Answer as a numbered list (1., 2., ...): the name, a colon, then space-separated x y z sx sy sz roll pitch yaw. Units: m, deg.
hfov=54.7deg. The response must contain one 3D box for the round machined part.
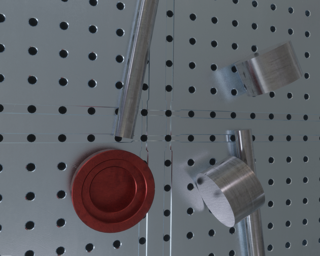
1. round machined part: -0.059 0.074 0.382 0.099 0.042 0.097 0 90 -20

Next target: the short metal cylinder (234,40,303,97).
1. short metal cylinder: 0.153 -0.084 0.439 0.080 0.080 0.050 -28 100 -18

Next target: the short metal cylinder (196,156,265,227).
1. short metal cylinder: 0.093 0.084 0.418 0.050 0.080 0.080 -27 99 -18

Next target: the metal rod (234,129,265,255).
1. metal rod: 0.140 0.150 0.464 0.025 0.025 0.298 -8 93 -20

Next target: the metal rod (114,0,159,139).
1. metal rod: -0.020 -0.134 0.404 0.025 0.025 0.298 12 86 -20
